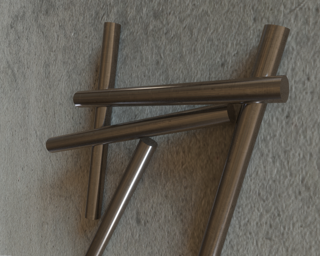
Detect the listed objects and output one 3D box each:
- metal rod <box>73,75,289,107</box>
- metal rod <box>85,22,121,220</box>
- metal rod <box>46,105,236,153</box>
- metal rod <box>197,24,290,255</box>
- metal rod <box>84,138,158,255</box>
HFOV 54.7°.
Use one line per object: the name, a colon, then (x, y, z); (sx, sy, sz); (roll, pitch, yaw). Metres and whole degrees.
metal rod: (-0.004, -0.039, 0.372); (0.300, 0.025, 0.025); (2, 91, 39)
metal rod: (-0.088, -0.007, 0.474); (0.025, 0.025, 0.298); (12, 97, 39)
metal rod: (-0.047, 0.005, 0.418); (0.300, 0.025, 0.025); (-10, 84, 32)
metal rod: (0.082, 0.042, 0.336); (0.025, 0.025, 0.298); (22, 104, 37)
metal rod: (-0.077, 0.143, 0.465); (0.025, 0.025, 0.298); (40, 114, 32)
